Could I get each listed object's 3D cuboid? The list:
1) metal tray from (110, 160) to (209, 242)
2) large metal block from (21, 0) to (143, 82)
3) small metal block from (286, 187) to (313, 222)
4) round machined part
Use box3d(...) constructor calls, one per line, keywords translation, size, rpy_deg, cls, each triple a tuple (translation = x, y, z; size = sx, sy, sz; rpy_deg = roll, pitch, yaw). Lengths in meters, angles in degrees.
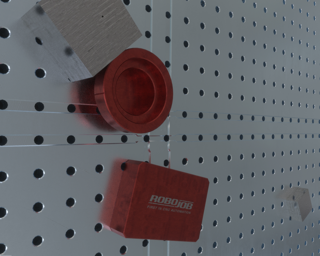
box3d(translation=(0.006, 0.099, 0.411), size=(0.131, 0.030, 0.090), rpy_deg=(20, 77, -38), cls="metal tray")
box3d(translation=(-0.079, -0.107, 0.326), size=(0.080, 0.050, 0.080), rpy_deg=(-49, 119, -29), cls="large metal block")
box3d(translation=(0.296, 0.162, 0.658), size=(0.050, 0.025, 0.050), rpy_deg=(-30, 109, -36), cls="small metal block")
box3d(translation=(-0.035, -0.042, 0.369), size=(0.099, 0.042, 0.097), rpy_deg=(0, 90, -40), cls="round machined part")
